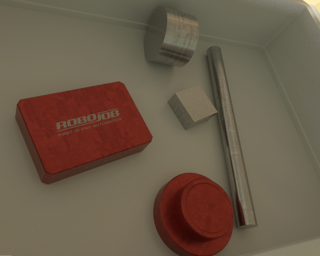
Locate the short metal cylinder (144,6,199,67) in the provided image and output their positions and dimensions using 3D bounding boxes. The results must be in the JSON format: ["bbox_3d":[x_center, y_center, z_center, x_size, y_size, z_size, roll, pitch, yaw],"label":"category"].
[{"bbox_3d":[0.015,-0.135,0.463,0.050,0.080,0.080,7,59,-25],"label":"short metal cylinder"}]

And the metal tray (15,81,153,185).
[{"bbox_3d":[-0.084,0.000,0.358,0.131,0.030,0.090,-18,71,-35],"label":"metal tray"}]

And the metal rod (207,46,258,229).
[{"bbox_3d":[0.102,-0.005,0.465,0.025,0.025,0.299,10,57,-23],"label":"metal rod"}]

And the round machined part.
[{"bbox_3d":[0.046,0.098,0.361,0.099,0.042,0.098,14,56,-21],"label":"round machined part"}]

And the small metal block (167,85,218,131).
[{"bbox_3d":[0.047,-0.030,0.452,0.050,0.025,0.050,-22,74,-36],"label":"small metal block"}]
